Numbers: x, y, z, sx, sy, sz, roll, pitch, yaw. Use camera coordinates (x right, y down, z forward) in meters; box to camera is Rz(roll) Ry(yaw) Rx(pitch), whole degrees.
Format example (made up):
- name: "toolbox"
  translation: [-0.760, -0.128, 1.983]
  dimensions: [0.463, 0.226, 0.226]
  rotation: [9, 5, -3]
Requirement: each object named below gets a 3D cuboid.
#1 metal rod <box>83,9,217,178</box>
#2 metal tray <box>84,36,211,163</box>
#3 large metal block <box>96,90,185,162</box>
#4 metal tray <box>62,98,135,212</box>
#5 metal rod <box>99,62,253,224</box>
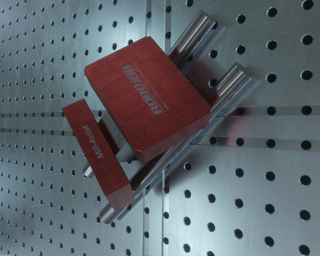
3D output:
- name: "metal rod"
  translation: [-0.029, -0.030, 0.431]
  dimensions: [0.298, 0.025, 0.025]
  rotation: [-50, 61, 28]
- name: "metal tray"
  translation: [-0.016, -0.037, 0.350]
  dimensions: [0.090, 0.030, 0.130]
  rotation: [-30, 64, -12]
- name: "large metal block"
  translation: [-0.025, -0.003, 0.392]
  dimensions: [0.080, 0.081, 0.050]
  rotation: [-49, 61, 28]
- name: "metal tray"
  translation: [-0.078, 0.036, 0.401]
  dimensions: [0.130, 0.030, 0.090]
  rotation: [57, 166, 24]
- name: "metal rod"
  translation: [0.005, 0.037, 0.404]
  dimensions: [0.299, 0.025, 0.025]
  rotation: [-49, 61, 28]
